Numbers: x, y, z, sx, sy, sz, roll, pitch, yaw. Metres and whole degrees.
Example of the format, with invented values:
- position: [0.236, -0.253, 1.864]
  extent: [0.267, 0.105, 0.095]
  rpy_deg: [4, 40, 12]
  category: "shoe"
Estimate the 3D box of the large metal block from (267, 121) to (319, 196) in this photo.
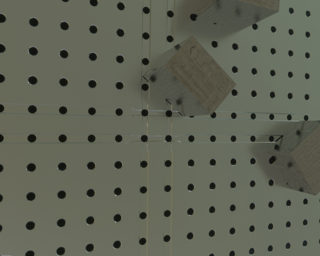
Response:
- position: [0.230, 0.044, 0.484]
  extent: [0.080, 0.050, 0.080]
  rpy_deg: [-38, 102, -16]
  category: "large metal block"

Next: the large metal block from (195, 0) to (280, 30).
- position: [0.103, -0.177, 0.421]
  extent: [0.081, 0.080, 0.050]
  rpy_deg: [5, 88, -20]
  category: "large metal block"

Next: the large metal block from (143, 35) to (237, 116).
- position: [0.035, -0.061, 0.396]
  extent: [0.080, 0.080, 0.050]
  rpy_deg: [44, 76, -15]
  category: "large metal block"
